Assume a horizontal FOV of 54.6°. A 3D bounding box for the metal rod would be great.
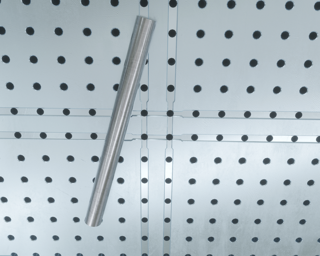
[{"bbox_3d":[-0.058,0.005,0.414,0.025,0.025,0.298,16,109,-6],"label":"metal rod"}]
